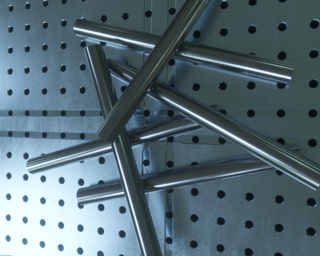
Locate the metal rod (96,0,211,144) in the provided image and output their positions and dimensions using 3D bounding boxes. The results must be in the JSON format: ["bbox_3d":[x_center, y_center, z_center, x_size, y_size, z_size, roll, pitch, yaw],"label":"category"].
[{"bbox_3d":[0.017,-0.111,0.378,0.025,0.025,0.299,34,90,17],"label":"metal rod"}]

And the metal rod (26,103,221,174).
[{"bbox_3d":[-0.062,0.021,0.435,0.300,0.025,0.025,-16,85,19],"label":"metal rod"}]

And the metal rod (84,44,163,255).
[{"bbox_3d":[-0.047,0.035,0.401,0.025,0.025,0.299,-19,84,19],"label":"metal rod"}]

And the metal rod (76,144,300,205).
[{"bbox_3d":[0.023,0.066,0.404,0.300,0.025,0.025,-14,85,19],"label":"metal rod"}]

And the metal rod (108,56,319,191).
[{"bbox_3d":[0.045,-0.019,0.370,0.300,0.025,0.025,32,101,27],"label":"metal rod"}]

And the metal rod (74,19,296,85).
[{"bbox_3d":[0.017,-0.105,0.406,0.301,0.025,0.025,18,96,19],"label":"metal rod"}]
